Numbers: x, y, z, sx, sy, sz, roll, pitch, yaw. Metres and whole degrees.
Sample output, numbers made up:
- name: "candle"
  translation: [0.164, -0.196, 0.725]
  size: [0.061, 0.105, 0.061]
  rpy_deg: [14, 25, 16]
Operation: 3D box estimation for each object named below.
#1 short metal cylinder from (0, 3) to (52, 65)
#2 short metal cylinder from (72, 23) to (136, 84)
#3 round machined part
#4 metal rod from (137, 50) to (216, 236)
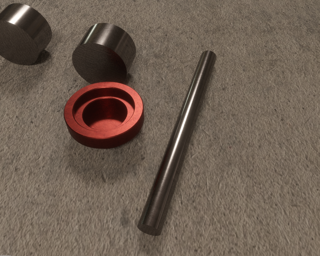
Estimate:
- name: "short metal cylinder"
  translation: [-0.220, -0.146, 0.488]
  size: [0.080, 0.080, 0.050]
  rpy_deg: [9, 51, 7]
- name: "short metal cylinder"
  translation: [-0.081, -0.105, 0.455]
  size: [0.080, 0.080, 0.050]
  rpy_deg: [9, 51, 7]
- name: "round machined part"
  translation: [-0.070, -0.012, 0.401]
  size: [0.099, 0.042, 0.098]
  rpy_deg: [0, 50, 0]
- name: "metal rod"
  translation: [0.034, -0.005, 0.408]
  size: [0.025, 0.025, 0.300]
  rpy_deg: [14, 51, 11]
